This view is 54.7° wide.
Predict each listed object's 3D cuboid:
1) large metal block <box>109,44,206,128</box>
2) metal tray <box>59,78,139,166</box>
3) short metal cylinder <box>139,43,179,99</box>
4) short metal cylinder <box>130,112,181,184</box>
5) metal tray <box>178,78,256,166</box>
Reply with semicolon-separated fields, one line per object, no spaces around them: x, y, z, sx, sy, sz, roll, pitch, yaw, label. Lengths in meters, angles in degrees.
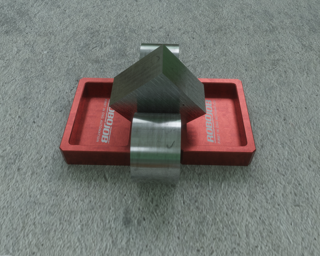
-0.002;-0.040;0.376;0.080;0.080;0.050;-27;43;31;large metal block
-0.071;-0.013;0.412;0.091;0.030;0.130;1;50;1;metal tray
0.000;-0.077;0.434;0.050;0.080;0.080;2;50;1;short metal cylinder
-0.004;0.023;0.350;0.050;0.080;0.080;2;50;1;short metal cylinder
0.069;-0.012;0.413;0.091;0.030;0.130;1;50;1;metal tray
